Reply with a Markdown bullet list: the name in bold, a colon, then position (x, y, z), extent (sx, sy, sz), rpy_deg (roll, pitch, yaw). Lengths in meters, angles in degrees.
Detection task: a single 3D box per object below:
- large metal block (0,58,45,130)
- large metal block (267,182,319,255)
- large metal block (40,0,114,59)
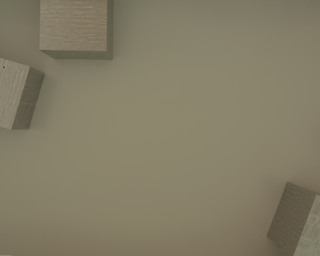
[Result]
- **large metal block**: position (-0.206, -0.047, 0.397), extent (0.080, 0.050, 0.080), rpy_deg (16, 90, 0)
- **large metal block**: position (0.184, 0.120, 0.385), extent (0.050, 0.080, 0.080), rpy_deg (21, 90, 0)
- **large metal block**: position (-0.104, -0.133, 0.398), extent (0.081, 0.050, 0.080), rpy_deg (1, 90, 0)
